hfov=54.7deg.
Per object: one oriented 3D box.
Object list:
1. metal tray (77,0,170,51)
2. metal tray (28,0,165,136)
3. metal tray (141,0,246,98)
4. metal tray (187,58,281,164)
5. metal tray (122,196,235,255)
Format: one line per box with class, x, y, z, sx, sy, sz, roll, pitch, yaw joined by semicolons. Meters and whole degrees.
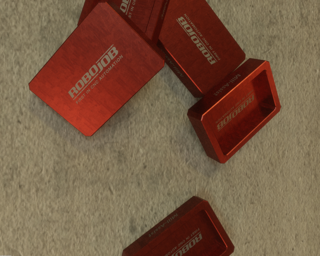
metal tray;-0.035;-0.163;0.373;0.090;0.030;0.129;15;84;8
metal tray;-0.069;-0.063;0.345;0.130;0.030;0.090;-41;107;19
metal tray;0.047;-0.117;0.425;0.090;0.030;0.130;-45;105;-15
metal tray;0.107;-0.024;0.430;0.130;0.030;0.090;-40;125;-16
metal tray;0.027;0.166;0.417;0.131;0.030;0.090;-34;101;-17
